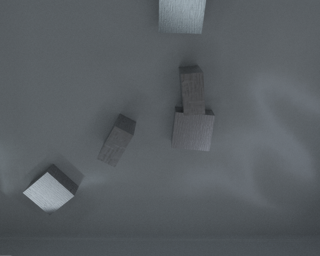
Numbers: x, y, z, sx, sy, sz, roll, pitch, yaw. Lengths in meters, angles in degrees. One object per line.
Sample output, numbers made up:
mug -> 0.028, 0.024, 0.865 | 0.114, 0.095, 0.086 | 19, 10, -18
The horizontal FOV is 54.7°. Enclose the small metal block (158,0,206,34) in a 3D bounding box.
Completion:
small metal block -> 0.024, -0.136, 0.350 | 0.050, 0.025, 0.050 | 1, 137, -1

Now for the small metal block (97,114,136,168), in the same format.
small metal block -> -0.055, 0.015, 0.403 | 0.025, 0.050, 0.050 | 28, 108, -10

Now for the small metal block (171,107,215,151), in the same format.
small metal block -> 0.043, 0.001, 0.412 | 0.050, 0.025, 0.050 | 5, 110, -2

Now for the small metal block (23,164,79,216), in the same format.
small metal block -> -0.155, 0.088, 0.442 | 0.050, 0.025, 0.050 | -39, 106, 13

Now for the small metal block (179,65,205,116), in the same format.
small metal block -> 0.039, -0.047, 0.381 | 0.025, 0.050, 0.050 | -5, 110, 2
